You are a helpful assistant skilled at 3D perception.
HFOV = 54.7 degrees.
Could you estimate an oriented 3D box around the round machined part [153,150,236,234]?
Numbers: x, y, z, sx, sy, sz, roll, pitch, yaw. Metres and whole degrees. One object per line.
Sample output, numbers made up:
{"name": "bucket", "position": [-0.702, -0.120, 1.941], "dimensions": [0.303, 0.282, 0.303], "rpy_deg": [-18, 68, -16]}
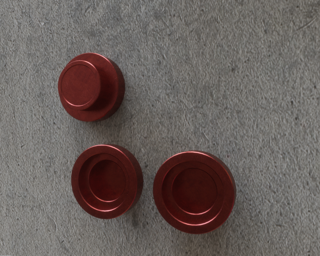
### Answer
{"name": "round machined part", "position": [0.045, 0.076, 0.384], "dimensions": [0.098, 0.042, 0.097], "rpy_deg": [0, 90, 20]}

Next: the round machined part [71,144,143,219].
{"name": "round machined part", "position": [-0.068, 0.070, 0.424], "dimensions": [0.098, 0.042, 0.097], "rpy_deg": [0, 90, 20]}

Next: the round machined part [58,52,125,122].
{"name": "round machined part", "position": [-0.103, -0.058, 0.436], "dimensions": [0.098, 0.042, 0.097], "rpy_deg": [0, 90, 20]}
